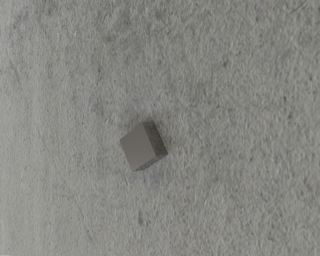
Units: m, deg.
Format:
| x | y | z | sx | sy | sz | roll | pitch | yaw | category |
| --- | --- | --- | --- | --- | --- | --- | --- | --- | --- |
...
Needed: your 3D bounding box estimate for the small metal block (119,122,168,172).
| x | y | z | sx | sy | sz | roll | pitch | yaw | category |
| --- | --- | --- | --- | --- | --- | --- | --- | --- | --- |
| -0.023 | 0.026 | 0.425 | 0.050 | 0.025 | 0.050 | -36 | 68 | 34 | small metal block |
